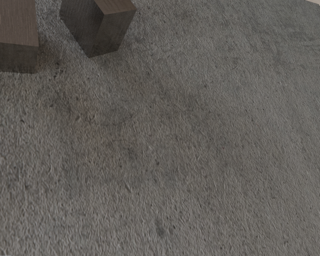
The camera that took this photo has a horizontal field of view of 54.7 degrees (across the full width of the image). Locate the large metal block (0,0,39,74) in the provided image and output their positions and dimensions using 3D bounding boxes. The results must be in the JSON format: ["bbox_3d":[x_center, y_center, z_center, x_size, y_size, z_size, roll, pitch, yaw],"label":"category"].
[{"bbox_3d":[-0.188,-0.112,0.355,0.081,0.050,0.080,0,62,-28],"label":"large metal block"}]

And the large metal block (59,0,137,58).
[{"bbox_3d":[-0.086,-0.155,0.417,0.050,0.080,0.080,-27,77,-37],"label":"large metal block"}]
